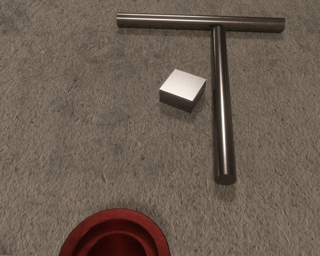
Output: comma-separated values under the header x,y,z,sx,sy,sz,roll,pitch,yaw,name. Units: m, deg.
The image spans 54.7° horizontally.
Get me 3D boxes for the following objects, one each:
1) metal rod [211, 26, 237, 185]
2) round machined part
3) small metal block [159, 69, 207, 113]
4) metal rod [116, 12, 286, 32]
x,y,z,sx,sy,sz,roll,pitch,yaw,name
0.089,-0.055,0.450,0.025,0.025,0.300,4,50,3,metal rod
-0.040,0.128,0.284,0.099,0.042,0.098,0,50,0,round machined part
0.033,-0.054,0.449,0.050,0.025,0.050,22,53,17,small metal block
0.073,-0.193,0.566,0.302,0.025,0.025,2,50,1,metal rod
